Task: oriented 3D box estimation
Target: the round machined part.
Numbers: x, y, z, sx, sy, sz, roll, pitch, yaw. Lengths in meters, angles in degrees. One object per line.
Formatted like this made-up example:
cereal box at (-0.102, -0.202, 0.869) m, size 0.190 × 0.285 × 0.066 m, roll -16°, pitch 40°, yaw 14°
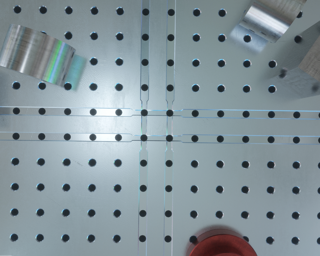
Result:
round machined part at (0.083, 0.188, 0.405) m, size 0.099 × 0.042 × 0.097 m, roll 0°, pitch 90°, yaw 0°

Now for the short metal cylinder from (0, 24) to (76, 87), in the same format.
short metal cylinder at (-0.152, -0.087, 0.385) m, size 0.080 × 0.080 × 0.050 m, roll 19°, pitch 90°, yaw 0°

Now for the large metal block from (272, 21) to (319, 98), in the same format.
large metal block at (0.198, -0.087, 0.387) m, size 0.050 × 0.080 × 0.080 m, roll 34°, pitch 90°, yaw 0°

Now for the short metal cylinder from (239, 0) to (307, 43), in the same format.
short metal cylinder at (0.142, -0.155, 0.387) m, size 0.050 × 0.080 × 0.080 m, roll 29°, pitch 90°, yaw 0°
